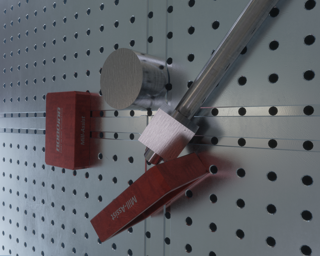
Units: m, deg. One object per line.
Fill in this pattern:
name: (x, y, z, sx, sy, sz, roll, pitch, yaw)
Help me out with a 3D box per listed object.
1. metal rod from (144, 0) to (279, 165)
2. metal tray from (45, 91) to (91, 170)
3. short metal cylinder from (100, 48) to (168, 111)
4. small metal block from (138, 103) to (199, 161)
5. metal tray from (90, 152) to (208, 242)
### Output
metal rod: (0.066, -0.071, 0.354, 0.025, 0.025, 0.298, 49, 119, 28)
metal tray: (-0.162, 0.003, 0.540, 0.090, 0.030, 0.129, 3, 92, 40)
short metal cylinder: (-0.036, -0.064, 0.423, 0.080, 0.050, 0.079, 0, 90, 40)
small metal block: (0.010, 0.006, 0.371, 0.050, 0.025, 0.050, 36, 115, 3)
metal tray: (-0.013, 0.084, 0.375, 0.129, 0.091, 0.030, -44, 71, 31)
